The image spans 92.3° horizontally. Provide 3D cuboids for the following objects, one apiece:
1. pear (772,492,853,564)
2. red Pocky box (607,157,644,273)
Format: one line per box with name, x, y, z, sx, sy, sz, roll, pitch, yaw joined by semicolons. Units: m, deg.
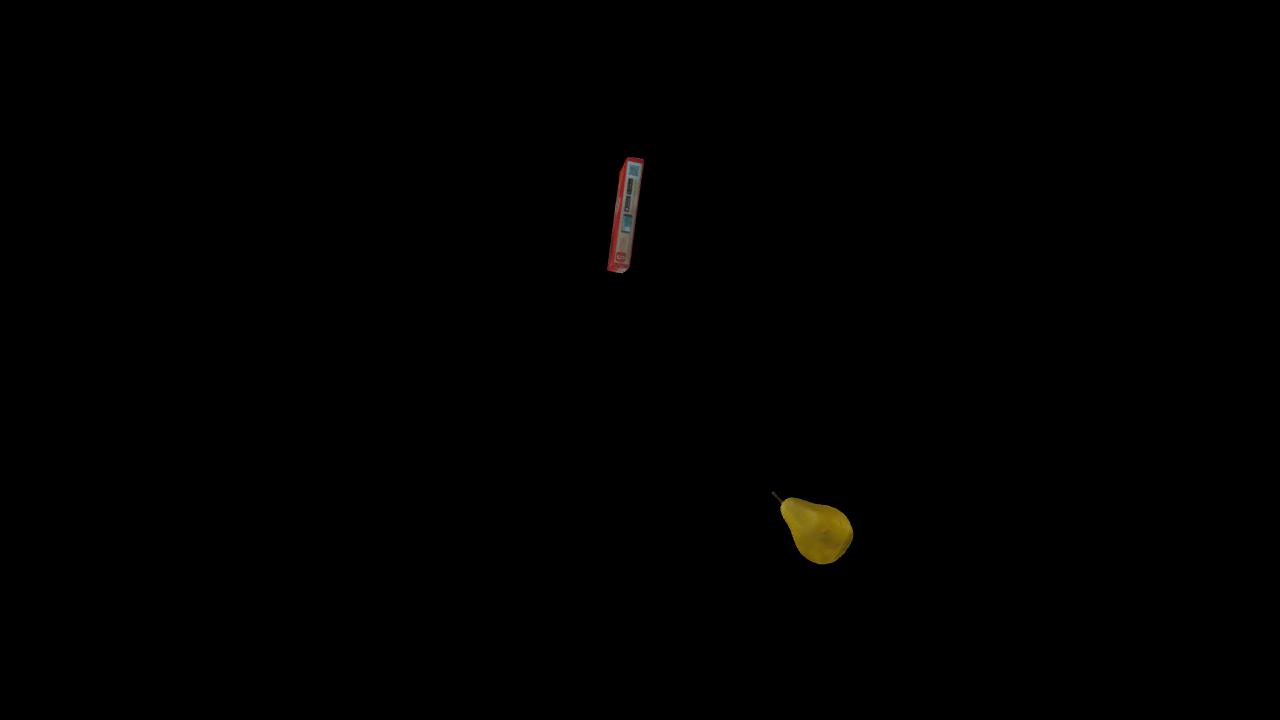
pear;0.220;0.214;0.809;0.080;0.080;0.111;0;32;-48
red Pocky box;-0.023;-0.207;0.894;0.028;0.155;0.083;8;1;-8
